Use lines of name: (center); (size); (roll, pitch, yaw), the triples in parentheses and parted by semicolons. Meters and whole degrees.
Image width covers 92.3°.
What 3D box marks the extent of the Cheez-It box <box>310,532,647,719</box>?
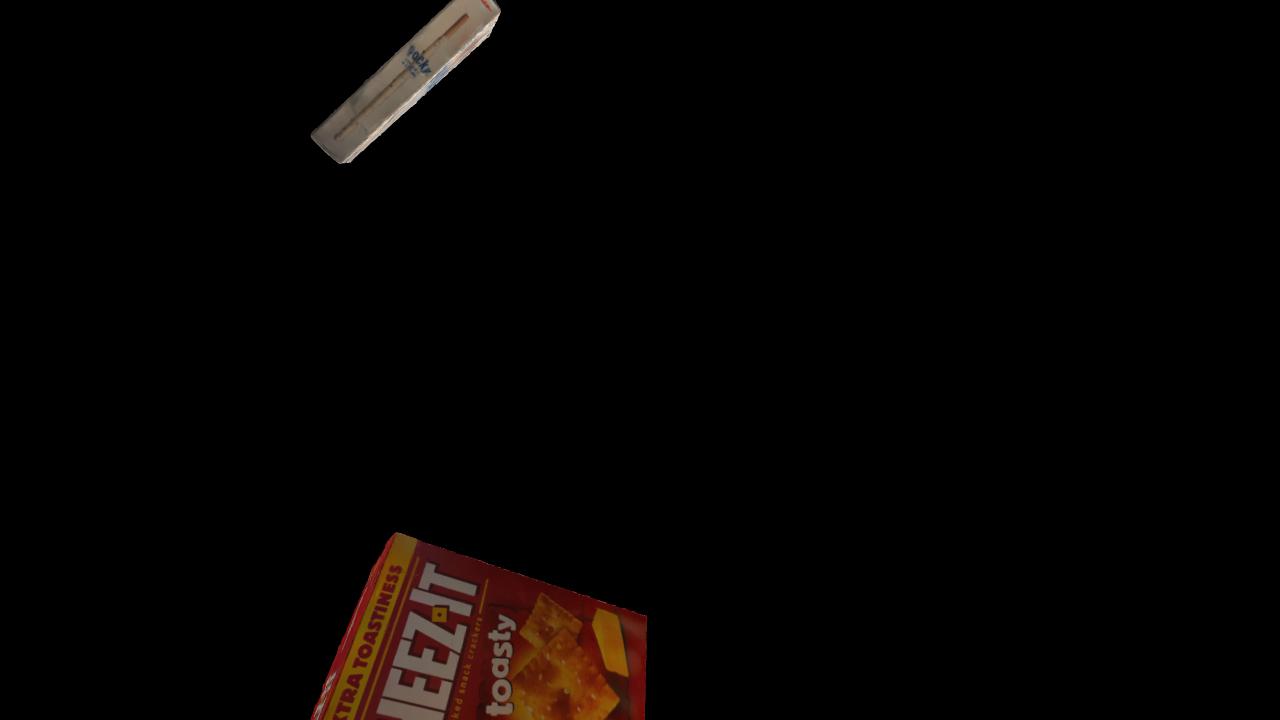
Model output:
Cheez-It box: (-0.104, 0.241, 0.439); (0.223, 0.071, 0.166); (25, 37, -18)

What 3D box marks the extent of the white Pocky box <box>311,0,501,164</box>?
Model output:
white Pocky box: (-0.168, -0.203, 0.445); (0.028, 0.154, 0.084); (47, -2, -26)
